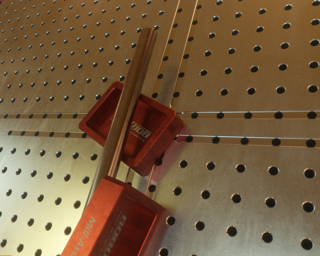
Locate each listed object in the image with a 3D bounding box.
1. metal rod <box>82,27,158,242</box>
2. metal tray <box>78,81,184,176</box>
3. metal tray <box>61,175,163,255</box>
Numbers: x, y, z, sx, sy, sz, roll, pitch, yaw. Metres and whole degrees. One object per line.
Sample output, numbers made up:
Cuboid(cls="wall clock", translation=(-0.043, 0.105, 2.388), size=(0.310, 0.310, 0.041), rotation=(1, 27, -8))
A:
Cuboid(cls="metal rod", translation=(-0.048, -0.009, 0.398), size=(0.025, 0.025, 0.300), rotation=(0, 61, 28))
Cuboid(cls="metal tray", translation=(-0.043, -0.004, 0.428), size=(0.130, 0.030, 0.090), rotation=(31, 78, 37))
Cuboid(cls="metal tray", translation=(-0.053, 0.125, 0.316), size=(0.030, 0.090, 0.130), rotation=(15, 69, 34))
